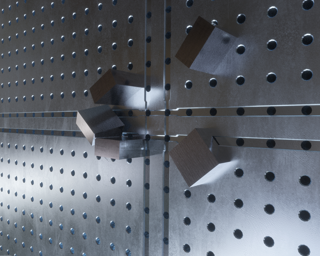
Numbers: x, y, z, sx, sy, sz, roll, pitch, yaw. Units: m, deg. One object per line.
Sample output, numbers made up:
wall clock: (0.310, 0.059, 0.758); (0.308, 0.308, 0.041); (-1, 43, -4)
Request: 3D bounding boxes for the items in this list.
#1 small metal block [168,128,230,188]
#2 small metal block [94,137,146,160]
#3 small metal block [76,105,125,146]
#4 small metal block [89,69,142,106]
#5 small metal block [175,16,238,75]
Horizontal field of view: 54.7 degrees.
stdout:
small metal block: (0.046, 0.035, 0.370); (0.050, 0.025, 0.050); (-46, 63, 30)
small metal block: (-0.056, 0.027, 0.437); (0.050, 0.050, 0.025); (4, 93, 39)
small metal block: (-0.089, -0.006, 0.461); (0.050, 0.050, 0.025); (49, 137, 29)
small metal block: (-0.063, -0.057, 0.443); (0.050, 0.050, 0.025); (-35, 69, 34)
small metal block: (0.052, -0.091, 0.349); (0.025, 0.050, 0.050); (47, 118, 29)
